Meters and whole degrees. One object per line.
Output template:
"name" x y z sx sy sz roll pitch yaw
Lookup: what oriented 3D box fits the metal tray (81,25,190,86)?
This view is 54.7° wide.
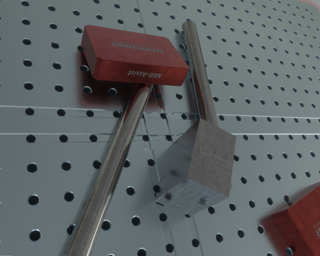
"metal tray" -0.035 -0.100 0.431 0.131 0.030 0.090 0 43 -29

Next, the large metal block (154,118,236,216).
"large metal block" 0.042 0.048 0.367 0.050 0.080 0.080 27 52 -12

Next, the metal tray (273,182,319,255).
"metal tray" 0.233 0.138 0.449 0.131 0.030 0.090 -18 71 -35

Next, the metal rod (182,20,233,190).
"metal rod" 0.067 -0.050 0.476 0.025 0.025 0.299 8 58 -25

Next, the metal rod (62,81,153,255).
"metal rod" -0.044 0.009 0.380 0.025 0.025 0.300 27 52 -12
